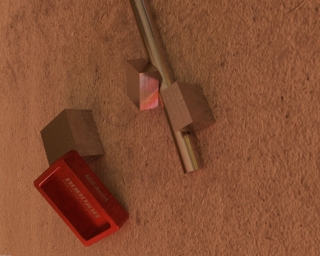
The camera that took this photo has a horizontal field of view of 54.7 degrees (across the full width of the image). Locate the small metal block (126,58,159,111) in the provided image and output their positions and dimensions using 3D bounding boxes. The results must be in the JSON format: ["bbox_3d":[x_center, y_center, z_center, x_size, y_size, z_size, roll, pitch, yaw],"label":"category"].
[{"bbox_3d":[-0.024,-0.058,0.401,0.050,0.025,0.050,-131,36,-51],"label":"small metal block"}]

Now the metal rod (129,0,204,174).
[{"bbox_3d":[-0.003,-0.087,0.405,0.025,0.025,0.299,-27,73,36],"label":"metal rod"}]

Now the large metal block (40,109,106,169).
[{"bbox_3d":[-0.143,0.024,0.504,0.080,0.050,0.080,-33,70,34],"label":"large metal block"}]

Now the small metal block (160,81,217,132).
[{"bbox_3d":[0.034,-0.024,0.359,0.025,0.050,0.050,-32,71,35],"label":"small metal block"}]

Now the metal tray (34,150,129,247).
[{"bbox_3d":[-0.119,0.107,0.462,0.090,0.030,0.130,-38,92,34],"label":"metal tray"}]
